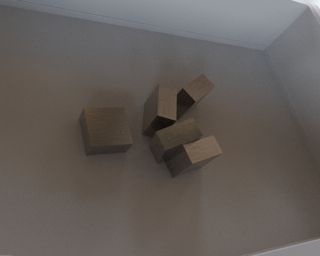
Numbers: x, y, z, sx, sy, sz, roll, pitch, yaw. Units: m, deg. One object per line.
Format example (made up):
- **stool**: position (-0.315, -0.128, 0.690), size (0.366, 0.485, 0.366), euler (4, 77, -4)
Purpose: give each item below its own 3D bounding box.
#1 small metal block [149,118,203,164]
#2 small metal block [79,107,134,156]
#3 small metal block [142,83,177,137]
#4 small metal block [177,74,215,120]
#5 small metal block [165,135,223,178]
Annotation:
- **small metal block**: position (0.018, 0.016, 0.382), size (0.050, 0.050, 0.025), euler (-21, 72, -20)
- **small metal block**: position (-0.065, 0.003, 0.369), size (0.050, 0.025, 0.050), euler (-3, 63, -30)
- **small metal block**: position (-0.001, -0.021, 0.402), size (0.025, 0.050, 0.050), euler (16, 56, -20)
- **small metal block**: position (0.043, -0.044, 0.439), size (0.025, 0.050, 0.050), euler (48, 51, 5)
- **small metal block**: position (0.041, 0.036, 0.389), size (0.050, 0.050, 0.025), euler (-14, 70, -34)
